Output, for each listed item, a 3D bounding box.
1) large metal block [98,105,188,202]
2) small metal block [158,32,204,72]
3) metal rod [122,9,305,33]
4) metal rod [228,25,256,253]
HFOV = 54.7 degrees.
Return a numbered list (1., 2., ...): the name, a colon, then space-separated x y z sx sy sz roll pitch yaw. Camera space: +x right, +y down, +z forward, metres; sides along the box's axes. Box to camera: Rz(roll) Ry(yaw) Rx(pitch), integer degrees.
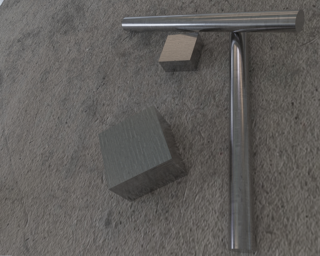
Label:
1. large metal block: -0.022 0.032 0.380 0.080 0.050 0.080 -27 52 11
2. small metal block: 0.032 -0.111 0.455 0.050 0.025 0.050 4 64 30
3. metal rod: 0.050 -0.152 0.447 0.300 0.025 0.025 16 70 42
4. metal rod: 0.094 -0.015 0.363 0.025 0.025 0.299 -7 58 24
